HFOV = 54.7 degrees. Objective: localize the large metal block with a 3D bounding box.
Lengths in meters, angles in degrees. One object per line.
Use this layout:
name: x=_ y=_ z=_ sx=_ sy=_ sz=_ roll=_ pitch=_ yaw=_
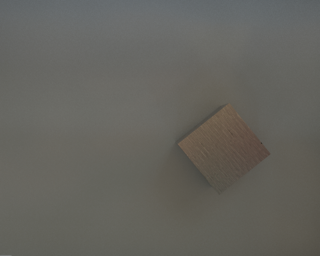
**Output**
large metal block: x=0.078 y=0.025 z=0.400 sx=0.080 sy=0.050 sz=0.080 roll=-39 pitch=91 yaw=0
